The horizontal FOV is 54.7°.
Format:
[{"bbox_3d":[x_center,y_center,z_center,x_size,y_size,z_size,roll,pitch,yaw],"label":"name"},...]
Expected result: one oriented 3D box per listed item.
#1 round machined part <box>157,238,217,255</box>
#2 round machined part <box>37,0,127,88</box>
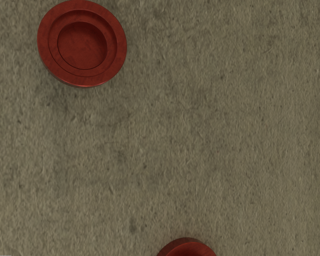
[{"bbox_3d":[0.040,0.203,0.416,0.099,0.042,0.097,0,90,-21],"label":"round machined part"},{"bbox_3d":[-0.092,-0.095,0.366,0.099,0.042,0.097,0,90,-21],"label":"round machined part"}]
